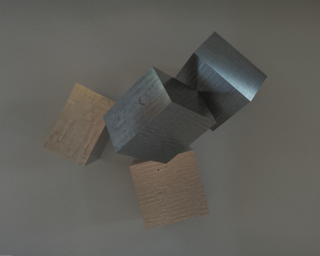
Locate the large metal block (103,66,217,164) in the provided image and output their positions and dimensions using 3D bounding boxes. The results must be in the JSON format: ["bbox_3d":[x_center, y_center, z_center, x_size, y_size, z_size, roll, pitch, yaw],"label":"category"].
[{"bbox_3d":[0.000,-0.009,0.337,0.080,0.080,0.050,-42,54,24],"label":"large metal block"}]

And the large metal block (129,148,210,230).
[{"bbox_3d":[0.012,0.075,0.399,0.080,0.050,0.080,-14,90,0],"label":"large metal block"}]

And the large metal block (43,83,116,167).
[{"bbox_3d":[-0.088,-0.004,0.383,0.050,0.080,0.080,27,90,0],"label":"large metal block"}]

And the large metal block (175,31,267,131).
[{"bbox_3d":[0.066,-0.054,0.377,0.080,0.080,0.050,41,56,0],"label":"large metal block"}]
